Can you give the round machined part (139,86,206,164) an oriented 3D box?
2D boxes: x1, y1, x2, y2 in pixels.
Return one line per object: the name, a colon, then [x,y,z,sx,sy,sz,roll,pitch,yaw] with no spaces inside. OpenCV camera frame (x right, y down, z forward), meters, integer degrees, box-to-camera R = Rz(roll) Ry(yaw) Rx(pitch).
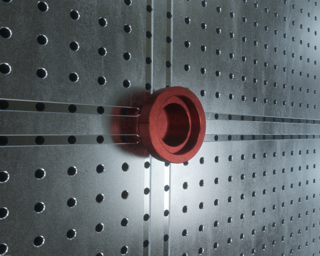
round machined part: [0.012,-0.004,0.406,0.099,0.042,0.097,0,90,-40]
